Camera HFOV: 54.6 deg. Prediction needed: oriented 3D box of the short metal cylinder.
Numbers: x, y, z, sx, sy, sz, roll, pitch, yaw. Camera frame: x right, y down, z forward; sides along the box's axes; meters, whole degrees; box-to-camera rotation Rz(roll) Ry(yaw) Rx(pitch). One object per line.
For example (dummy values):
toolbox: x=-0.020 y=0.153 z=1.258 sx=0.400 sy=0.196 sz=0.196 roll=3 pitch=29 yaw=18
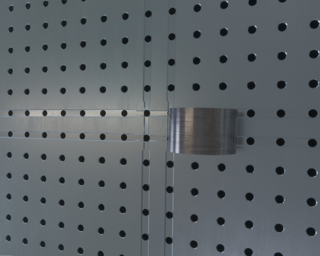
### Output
short metal cylinder: x=0.050 y=0.003 z=0.366 sx=0.080 sy=0.080 sz=0.050 roll=2 pitch=91 yaw=20
